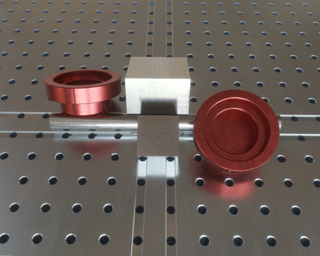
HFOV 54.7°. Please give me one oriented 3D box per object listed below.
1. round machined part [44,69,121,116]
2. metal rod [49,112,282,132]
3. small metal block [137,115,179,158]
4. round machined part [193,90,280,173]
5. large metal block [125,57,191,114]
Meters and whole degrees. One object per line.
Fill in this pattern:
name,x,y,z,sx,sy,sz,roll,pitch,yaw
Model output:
round machined part,-0.102,-0.048,0.420,0.099,0.042,0.098,0,24,0
metal rod,0.007,-0.008,0.415,0.302,0.025,0.025,0,50,0
small metal block,-0.002,0.012,0.385,0.050,0.025,0.050,1,79,0
round machined part,0.089,0.006,0.376,0.099,0.042,0.098,0,75,0
large metal block,-0.002,-0.061,0.427,0.081,0.050,0.080,1,32,0
